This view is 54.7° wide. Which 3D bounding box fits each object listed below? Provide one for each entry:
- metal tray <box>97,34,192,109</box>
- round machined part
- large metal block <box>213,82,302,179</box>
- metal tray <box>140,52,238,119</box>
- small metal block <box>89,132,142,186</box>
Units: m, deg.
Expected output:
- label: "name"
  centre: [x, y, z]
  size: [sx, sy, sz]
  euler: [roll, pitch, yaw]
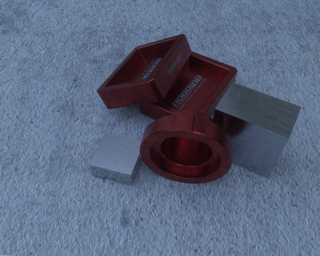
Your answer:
- label: "metal tray"
  centre: [-0.018, -0.081, 0.433]
  size: [0.090, 0.030, 0.130]
  euler: [-6, 37, 32]
- label: "round machined part"
  centre: [0.030, 0.018, 0.341]
  size: [0.099, 0.097, 0.042]
  euler: [8, 51, 6]
- label: "large metal block"
  centre: [0.107, 0.004, 0.366]
  size: [0.080, 0.080, 0.050]
  euler: [24, 54, 18]
- label: "metal tray"
  centre: [0.043, -0.055, 0.446]
  size: [0.090, 0.030, 0.131]
  euler: [26, 55, 20]
- label: "small metal block"
  centre: [-0.050, 0.036, 0.372]
  size: [0.050, 0.025, 0.050]
  euler: [12, 51, 10]
